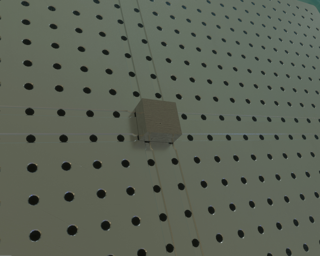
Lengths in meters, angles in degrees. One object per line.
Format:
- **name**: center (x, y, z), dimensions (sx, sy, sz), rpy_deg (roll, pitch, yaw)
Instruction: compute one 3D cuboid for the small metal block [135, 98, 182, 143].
- **small metal block**: center (-0.003, -0.009, 0.414), dimensions (0.050, 0.025, 0.050), rpy_deg (5, 60, -26)
